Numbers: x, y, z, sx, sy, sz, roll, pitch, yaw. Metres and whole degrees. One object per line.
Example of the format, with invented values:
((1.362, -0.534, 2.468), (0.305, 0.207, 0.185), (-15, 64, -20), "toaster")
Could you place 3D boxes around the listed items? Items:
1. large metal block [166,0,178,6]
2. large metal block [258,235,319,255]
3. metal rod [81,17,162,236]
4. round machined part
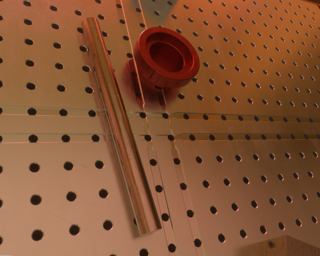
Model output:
((0.016, -0.288, 0.577), (0.080, 0.050, 0.080), (31, 52, -9), "large metal block")
((0.165, 0.184, 0.368), (0.080, 0.050, 0.080), (25, 53, -13), "large metal block")
((-0.055, -0.019, 0.389), (0.025, 0.025, 0.299), (-5, 64, -31), "metal rod")
((0.006, -0.099, 0.461), (0.099, 0.042, 0.098), (14, 56, -21), "round machined part")
